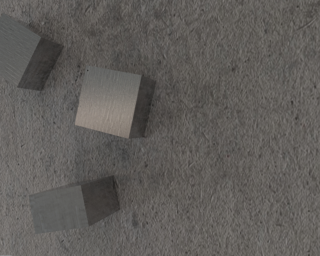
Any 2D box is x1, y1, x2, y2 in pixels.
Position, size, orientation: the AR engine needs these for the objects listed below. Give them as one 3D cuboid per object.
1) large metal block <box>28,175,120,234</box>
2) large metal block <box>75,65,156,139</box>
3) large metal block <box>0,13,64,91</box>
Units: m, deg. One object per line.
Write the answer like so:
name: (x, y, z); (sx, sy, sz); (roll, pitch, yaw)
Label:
large metal block: (-0.113, 0.101, 0.419); (0.080, 0.080, 0.050); (-14, 86, 19)
large metal block: (-0.059, -0.034, 0.416); (0.080, 0.050, 0.079); (13, 95, 19)
large metal block: (-0.207, -0.113, 0.469); (0.080, 0.050, 0.080); (34, 101, 16)
